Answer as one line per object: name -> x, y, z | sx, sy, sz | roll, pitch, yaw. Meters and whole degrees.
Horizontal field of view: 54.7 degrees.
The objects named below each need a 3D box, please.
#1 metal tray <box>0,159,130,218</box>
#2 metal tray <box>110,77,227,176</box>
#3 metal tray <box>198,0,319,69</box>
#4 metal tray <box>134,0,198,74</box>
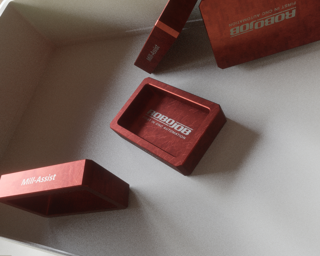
metal tray -> -0.115, 0.078, 0.374 | 0.130, 0.090, 0.030 | -12, 57, 21
metal tray -> 0.007, -0.007, 0.401 | 0.130, 0.030, 0.090 | 27, 76, 37
metal tray -> 0.123, -0.135, 0.379 | 0.130, 0.090, 0.030 | -14, 25, 19
metal tray -> 0.009, -0.138, 0.428 | 0.030, 0.130, 0.090 | 29, 72, -9
